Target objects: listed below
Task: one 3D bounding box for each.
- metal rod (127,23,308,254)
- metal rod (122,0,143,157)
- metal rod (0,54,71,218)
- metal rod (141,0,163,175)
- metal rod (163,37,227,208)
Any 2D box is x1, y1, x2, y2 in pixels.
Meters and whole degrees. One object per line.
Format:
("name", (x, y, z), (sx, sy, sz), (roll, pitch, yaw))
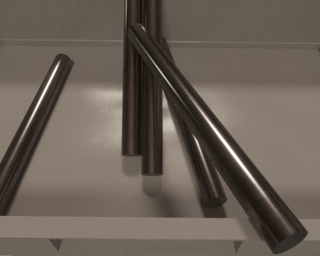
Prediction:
("metal rod", (0.025, -0.025, 0.291), (0.025, 0.025, 0.300), (-17, 46, -14))
("metal rod", (-0.036, -0.112, 0.413), (0.025, 0.025, 0.299), (0, 77, -1))
("metal rod", (-0.170, 0.006, 0.397), (0.025, 0.025, 0.300), (5, 50, 3))
("metal rod", (-0.010, -0.089, 0.401), (0.025, 0.025, 0.299), (0, 74, -1))
("metal rod", (0.030, -0.031, 0.431), (0.025, 0.025, 0.300), (-9, 51, -8))
